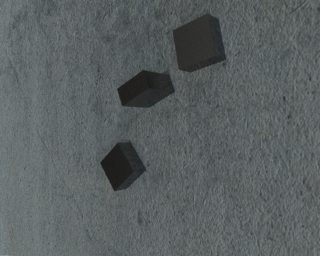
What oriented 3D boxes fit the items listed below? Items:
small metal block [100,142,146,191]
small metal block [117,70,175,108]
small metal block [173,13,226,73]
[{"bbox_3d":[-0.054,0.056,0.450,0.050,0.025,0.050,-47,62,30],"label":"small metal block"},{"bbox_3d":[-0.018,-0.049,0.404,0.050,0.050,0.025,-29,72,36],"label":"small metal block"},{"bbox_3d":[0.046,-0.099,0.367,0.050,0.025,0.050,-14,81,39],"label":"small metal block"}]
